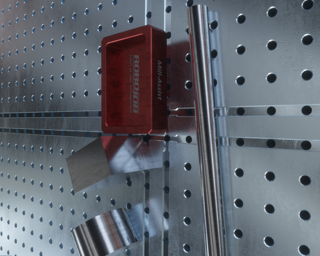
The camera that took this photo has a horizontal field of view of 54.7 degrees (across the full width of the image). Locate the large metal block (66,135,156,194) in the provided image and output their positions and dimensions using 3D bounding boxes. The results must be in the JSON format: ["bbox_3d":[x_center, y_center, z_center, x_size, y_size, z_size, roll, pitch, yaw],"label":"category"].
[{"bbox_3d":[-0.068,0.049,0.427,0.080,0.081,0.050,-30,72,36],"label":"large metal block"}]

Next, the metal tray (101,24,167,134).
[{"bbox_3d":[-0.035,-0.057,0.400,0.090,0.030,0.129,-1,89,39],"label":"metal tray"}]

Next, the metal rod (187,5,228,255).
[{"bbox_3d":[0.055,0.007,0.362,0.025,0.025,0.298,-7,86,39],"label":"metal rod"}]

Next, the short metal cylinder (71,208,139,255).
[{"bbox_3d":[-0.076,0.154,0.434,0.080,0.081,0.050,-41,65,32],"label":"short metal cylinder"}]

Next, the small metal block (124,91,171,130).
[{"bbox_3d":[-0.021,-0.033,0.425,0.050,0.025,0.050,49,119,28],"label":"small metal block"}]
